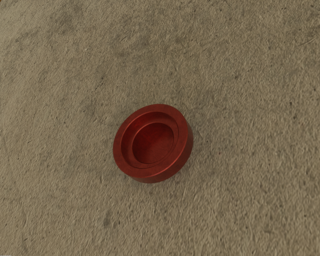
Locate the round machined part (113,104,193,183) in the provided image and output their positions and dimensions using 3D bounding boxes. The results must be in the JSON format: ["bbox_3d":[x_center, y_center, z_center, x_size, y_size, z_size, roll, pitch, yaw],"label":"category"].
[{"bbox_3d":[-0.005,0.022,0.382,0.098,0.042,0.098,-13,56,20],"label":"round machined part"}]
